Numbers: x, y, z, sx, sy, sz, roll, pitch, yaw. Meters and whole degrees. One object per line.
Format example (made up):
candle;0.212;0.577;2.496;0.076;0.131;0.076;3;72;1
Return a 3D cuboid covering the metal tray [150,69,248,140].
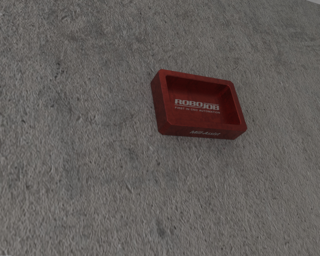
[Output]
metal tray;0.056;-0.032;0.449;0.131;0.030;0.090;5;60;-26
